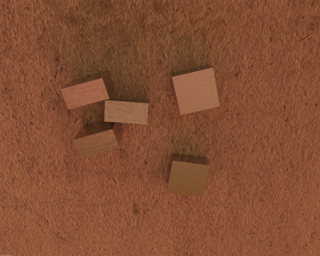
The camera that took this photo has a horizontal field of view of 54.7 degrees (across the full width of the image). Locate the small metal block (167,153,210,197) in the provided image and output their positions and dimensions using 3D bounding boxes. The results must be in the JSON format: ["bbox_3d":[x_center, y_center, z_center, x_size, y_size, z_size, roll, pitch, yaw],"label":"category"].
[{"bbox_3d":[0.038,0.066,0.434,0.050,0.025,0.050,8,110,-3],"label":"small metal block"}]

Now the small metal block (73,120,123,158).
[{"bbox_3d":[-0.077,0.010,0.399,0.050,0.050,0.025,-15,110,6],"label":"small metal block"}]

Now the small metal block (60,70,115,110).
[{"bbox_3d":[-0.086,-0.048,0.378,0.050,0.050,0.025,-14,110,5],"label":"small metal block"}]

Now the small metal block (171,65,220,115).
[{"bbox_3d":[0.045,-0.049,0.392,0.050,0.025,0.050,-13,110,4],"label":"small metal block"}]

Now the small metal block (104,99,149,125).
[{"bbox_3d":[-0.040,-0.022,0.386,0.050,0.050,0.025,4,98,-2],"label":"small metal block"}]
